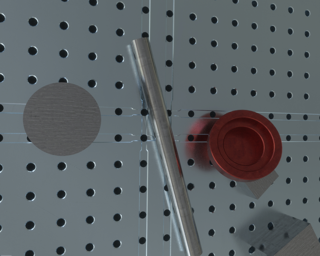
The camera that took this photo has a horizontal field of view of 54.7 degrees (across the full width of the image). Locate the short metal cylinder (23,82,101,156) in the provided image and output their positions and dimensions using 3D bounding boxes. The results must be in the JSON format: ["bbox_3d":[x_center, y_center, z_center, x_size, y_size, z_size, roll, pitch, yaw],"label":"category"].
[{"bbox_3d":[-0.113,-0.010,0.358,0.081,0.050,0.079,0,90,-20],"label":"short metal cylinder"}]

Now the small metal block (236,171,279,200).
[{"bbox_3d":[0.141,0.070,0.465,0.050,0.025,0.050,-42,104,-15],"label":"small metal block"}]

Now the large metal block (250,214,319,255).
[{"bbox_3d":[0.198,0.194,0.473,0.080,0.050,0.080,-31,101,-17],"label":"large metal block"}]

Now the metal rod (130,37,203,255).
[{"bbox_3d":[0.010,0.030,0.416,0.025,0.025,0.298,-16,96,-19],"label":"metal rod"}]

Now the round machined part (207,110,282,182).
[{"bbox_3d":[0.114,0.027,0.433,0.099,0.042,0.098,1,71,-3],"label":"round machined part"}]
